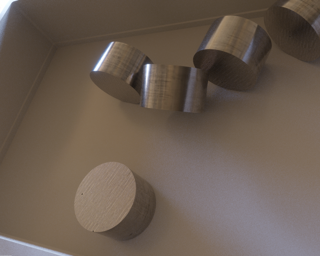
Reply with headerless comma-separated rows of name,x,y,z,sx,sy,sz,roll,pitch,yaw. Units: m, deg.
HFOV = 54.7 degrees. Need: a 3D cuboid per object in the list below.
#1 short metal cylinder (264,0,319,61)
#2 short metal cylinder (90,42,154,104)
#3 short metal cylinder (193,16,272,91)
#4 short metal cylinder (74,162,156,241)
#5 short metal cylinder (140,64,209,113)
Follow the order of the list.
short metal cylinder,0.169,-0.124,0.358,0.050,0.080,0.080,-44,51,-2
short metal cylinder,-0.053,-0.078,0.446,0.080,0.080,0.050,14,69,34
short metal cylinder,0.088,-0.089,0.379,0.080,0.080,0.050,17,71,35
short metal cylinder,-0.052,0.086,0.364,0.080,0.050,0.080,-13,56,21
short metal cylinder,0.017,-0.047,0.381,0.080,0.080,0.050,9,96,32
